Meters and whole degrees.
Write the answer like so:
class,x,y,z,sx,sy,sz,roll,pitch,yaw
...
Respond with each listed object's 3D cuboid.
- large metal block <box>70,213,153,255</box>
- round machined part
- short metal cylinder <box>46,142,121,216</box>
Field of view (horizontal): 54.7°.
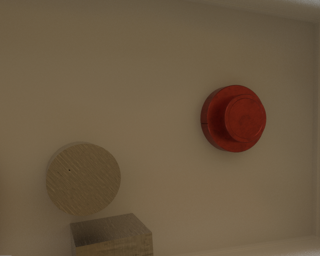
class,x,y,z,sx,sy,sz,roll,pitch,yaw
large metal block,-0.059,0.141,0.361,0.081,0.080,0.050,-4,92,-20
round machined part,0.112,-0.013,0.444,0.099,0.042,0.097,0,90,-21
short metal cylinder,-0.091,0.057,0.364,0.081,0.050,0.079,0,90,-21
